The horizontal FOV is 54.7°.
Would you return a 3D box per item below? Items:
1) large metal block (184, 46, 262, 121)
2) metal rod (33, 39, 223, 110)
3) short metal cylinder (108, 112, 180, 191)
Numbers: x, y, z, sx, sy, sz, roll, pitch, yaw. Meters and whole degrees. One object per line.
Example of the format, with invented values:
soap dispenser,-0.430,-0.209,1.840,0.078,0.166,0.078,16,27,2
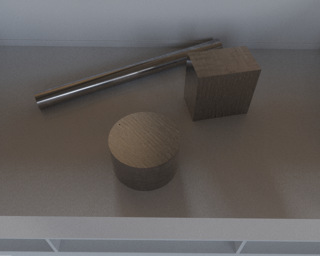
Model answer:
large metal block,0.080,-0.059,0.420,0.081,0.080,0.050,-9,51,-8
metal rod,-0.037,-0.088,0.478,0.302,0.025,0.025,-20,53,-17
short metal cylinder,-0.018,0.027,0.366,0.081,0.050,0.080,0,50,0
